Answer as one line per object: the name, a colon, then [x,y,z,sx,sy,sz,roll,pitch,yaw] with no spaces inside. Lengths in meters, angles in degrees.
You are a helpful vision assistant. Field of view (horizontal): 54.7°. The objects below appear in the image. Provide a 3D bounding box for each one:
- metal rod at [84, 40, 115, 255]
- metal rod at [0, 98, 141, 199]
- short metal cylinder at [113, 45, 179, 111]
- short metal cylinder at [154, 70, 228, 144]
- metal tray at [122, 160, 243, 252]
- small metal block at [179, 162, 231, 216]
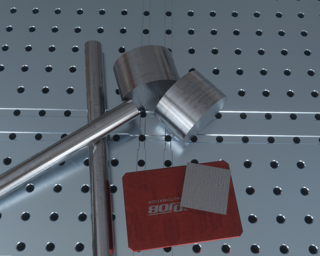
metal rod: [-0.081,0.018,0.403,0.025,0.025,0.299,-6,70,-3]
metal rod: [-0.159,0.051,0.373,0.301,0.025,0.025,-31,73,-5]
short metal cylinder: [-0.016,-0.063,0.406,0.081,0.080,0.050,-15,71,-6]
short metal cylinder: [0.039,-0.026,0.393,0.080,0.080,0.050,-42,76,-14]
metal tray: [0.024,0.093,0.375,0.131,0.030,0.090,-7,70,-3]
small metal block: [0.051,0.070,0.354,0.050,0.025,0.050,10,70,3]
